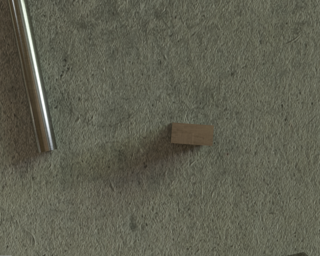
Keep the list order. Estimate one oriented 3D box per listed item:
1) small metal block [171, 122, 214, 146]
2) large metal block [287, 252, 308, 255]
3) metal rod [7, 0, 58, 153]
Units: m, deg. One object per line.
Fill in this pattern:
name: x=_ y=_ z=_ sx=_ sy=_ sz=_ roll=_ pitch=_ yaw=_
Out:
small metal block: x=0.039 y=0.007 z=0.398 sx=0.050 sy=0.050 sz=0.025 roll=4 pitch=90 yaw=0
large metal block: x=0.181 y=0.214 z=0.384 sx=0.050 sy=0.080 sz=0.080 roll=-12 pitch=90 yaw=0
metal rod: x=-0.177 y=-0.116 z=0.408 sx=0.025 sy=0.025 sz=0.298 roll=-11 pitch=90 yaw=0
